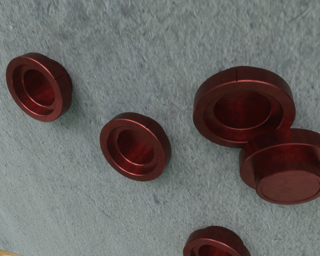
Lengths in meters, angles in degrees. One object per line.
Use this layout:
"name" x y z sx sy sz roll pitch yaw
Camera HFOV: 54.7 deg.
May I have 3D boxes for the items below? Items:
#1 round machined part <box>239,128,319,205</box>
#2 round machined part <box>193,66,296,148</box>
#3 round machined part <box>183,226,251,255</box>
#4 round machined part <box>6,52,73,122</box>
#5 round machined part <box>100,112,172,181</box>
"round machined part" 0.136 0.048 0.330 0.099 0.042 0.097 4 139 4
"round machined part" 0.085 -0.025 0.320 0.099 0.042 0.097 5 139 5
"round machined part" 0.088 0.187 0.464 0.098 0.042 0.097 13 124 20
"round machined part" -0.166 -0.061 0.443 0.098 0.042 0.097 13 124 20
"round machined part" -0.029 0.021 0.423 0.098 0.042 0.097 13 124 20
